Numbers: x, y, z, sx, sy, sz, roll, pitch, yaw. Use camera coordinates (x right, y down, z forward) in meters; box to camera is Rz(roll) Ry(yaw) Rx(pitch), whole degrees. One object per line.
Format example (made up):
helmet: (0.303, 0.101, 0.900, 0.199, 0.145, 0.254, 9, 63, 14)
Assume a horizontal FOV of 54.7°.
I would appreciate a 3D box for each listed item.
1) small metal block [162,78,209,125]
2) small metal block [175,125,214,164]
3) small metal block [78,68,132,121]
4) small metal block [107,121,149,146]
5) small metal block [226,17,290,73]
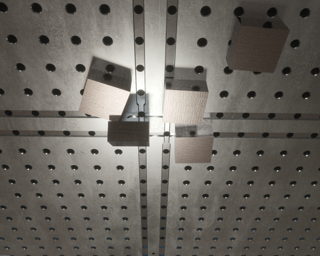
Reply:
small metal block: (0.030, -0.032, 0.385, 0.050, 0.025, 0.050, 3, 130, -3)
small metal block: (0.046, 0.023, 0.432, 0.050, 0.025, 0.050, -1, 130, 0)
small metal block: (-0.067, -0.039, 0.378, 0.050, 0.025, 0.050, 17, 128, -14)
small metal block: (-0.039, 0.009, 0.401, 0.050, 0.025, 0.050, 0, 169, -1)
small metal block: (0.104, -0.090, 0.337, 0.050, 0.025, 0.050, 4, 130, -4)
